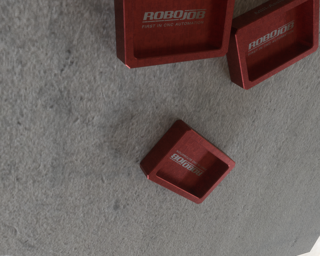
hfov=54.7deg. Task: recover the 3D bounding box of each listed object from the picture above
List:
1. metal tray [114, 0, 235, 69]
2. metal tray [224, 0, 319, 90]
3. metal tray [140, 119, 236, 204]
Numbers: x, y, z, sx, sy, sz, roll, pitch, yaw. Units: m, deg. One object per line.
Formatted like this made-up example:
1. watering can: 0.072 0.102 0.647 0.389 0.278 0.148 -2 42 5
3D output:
1. metal tray: 0.018 -0.120 0.340 0.131 0.030 0.089 -12 124 -22
2. metal tray: 0.151 -0.120 0.414 0.131 0.030 0.090 -29 129 -10
3. metal tray: 0.045 0.055 0.464 0.090 0.030 0.130 -50 129 7
